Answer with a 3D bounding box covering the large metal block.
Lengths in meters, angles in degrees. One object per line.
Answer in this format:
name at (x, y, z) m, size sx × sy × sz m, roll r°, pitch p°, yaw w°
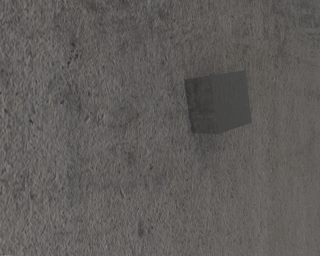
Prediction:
large metal block at (0.087, -0.039, 0.460) m, size 0.081 × 0.050 × 0.080 m, roll -15°, pitch 100°, yaw -39°
